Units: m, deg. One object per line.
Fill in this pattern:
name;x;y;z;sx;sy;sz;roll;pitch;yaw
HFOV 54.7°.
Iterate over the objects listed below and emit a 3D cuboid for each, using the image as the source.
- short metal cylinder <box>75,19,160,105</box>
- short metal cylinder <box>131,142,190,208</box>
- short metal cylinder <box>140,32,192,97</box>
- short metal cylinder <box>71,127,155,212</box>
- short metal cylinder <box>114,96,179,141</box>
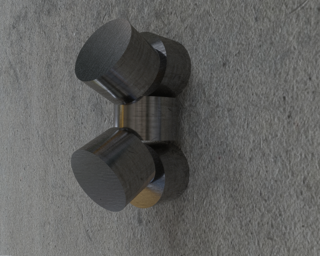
short metal cylinder;-0.047;-0.073;0.345;0.080;0.050;0.080;-19;54;29
short metal cylinder;-0.009;0.058;0.398;0.080;0.050;0.080;0;90;40
short metal cylinder;-0.007;-0.077;0.397;0.080;0.050;0.080;0;90;40
short metal cylinder;-0.052;0.046;0.347;0.080;0.050;0.079;22;131;28
short metal cylinder;-0.017;-0.012;0.386;0.080;0.081;0.050;2;92;40
